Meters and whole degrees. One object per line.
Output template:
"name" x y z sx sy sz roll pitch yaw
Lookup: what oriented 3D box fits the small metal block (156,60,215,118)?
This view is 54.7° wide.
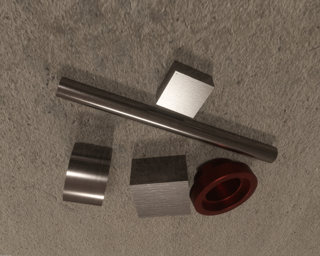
"small metal block" 0.029 -0.045 0.369 0.050 0.025 0.050 20 127 -17

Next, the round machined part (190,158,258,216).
"round machined part" 0.089 0.083 0.456 0.099 0.042 0.097 -13 134 -13

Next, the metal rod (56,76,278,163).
"metal rod" 0.021 -0.005 0.402 0.302 0.025 0.025 17 128 -15

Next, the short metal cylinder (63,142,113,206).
"short metal cylinder" -0.098 0.063 0.424 0.050 0.080 0.079 11 129 -10

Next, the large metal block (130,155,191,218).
"large metal block" 0.003 0.089 0.467 0.080 0.050 0.080 -5 130 4
